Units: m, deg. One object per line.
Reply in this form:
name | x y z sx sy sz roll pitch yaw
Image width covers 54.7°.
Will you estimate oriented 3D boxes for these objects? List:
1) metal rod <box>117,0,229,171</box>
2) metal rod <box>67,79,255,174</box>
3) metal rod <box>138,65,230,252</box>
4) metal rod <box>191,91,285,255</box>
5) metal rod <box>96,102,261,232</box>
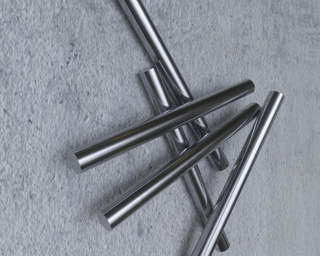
metal rod | 0.024 -0.057 0.424 0.025 0.025 0.299 -47 118 -30
metal rod | 0.027 -0.015 0.392 0.302 0.025 0.025 -24 105 -37
metal rod | 0.041 0.055 0.438 0.025 0.025 0.299 -37 113 -34
metal rod | 0.112 0.078 0.453 0.025 0.025 0.300 36 76 -34
metal rod | 0.047 0.034 0.409 0.302 0.025 0.025 -31 110 -36
